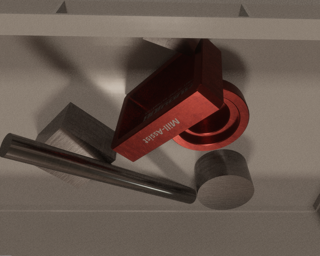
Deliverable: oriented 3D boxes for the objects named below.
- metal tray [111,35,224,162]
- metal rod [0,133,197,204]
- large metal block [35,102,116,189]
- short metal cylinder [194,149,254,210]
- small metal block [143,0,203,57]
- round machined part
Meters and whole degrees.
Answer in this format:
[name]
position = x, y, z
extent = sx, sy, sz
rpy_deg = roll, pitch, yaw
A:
[metal tray]
position = 0.006, -0.029, 0.328
extent = 0.030, 0.090, 0.130
rpy_deg = 36, 131, -26
[metal rod]
position = -0.051, 0.064, 0.405
extent = 0.025, 0.025, 0.301
rpy_deg = -37, 139, 27
[large metal block]
position = -0.114, 0.025, 0.413
extent = 0.080, 0.050, 0.080
rpy_deg = 37, 121, -27
[short metal cylinder]
position = 0.094, 0.077, 0.460
extent = 0.081, 0.050, 0.079
rpy_deg = 0, 130, 0
[small metal block]
position = 0.012, -0.101, 0.307
extent = 0.050, 0.050, 0.025
rpy_deg = 17, 128, -14
[round machined part]
position = 0.056, -0.021, 0.381
extent = 0.099, 0.042, 0.097
rpy_deg = -1, 130, -1
